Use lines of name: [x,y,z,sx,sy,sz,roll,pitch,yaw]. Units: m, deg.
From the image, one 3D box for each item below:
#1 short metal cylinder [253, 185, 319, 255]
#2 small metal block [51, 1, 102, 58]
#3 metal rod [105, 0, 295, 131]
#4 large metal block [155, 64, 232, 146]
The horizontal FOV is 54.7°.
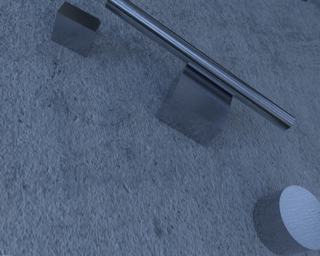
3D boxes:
short metal cylinder: [0.172,0.122,0.408,0.081,0.050,0.080,14,56,-21]
small metal block: [-0.110,-0.128,0.407,0.050,0.050,0.025,26,53,-13]
metal rod: [0.059,-0.088,0.427,0.301,0.025,0.025,33,51,-7]
large metal block: [0.051,-0.034,0.438,0.080,0.050,0.080,31,52,-9]
